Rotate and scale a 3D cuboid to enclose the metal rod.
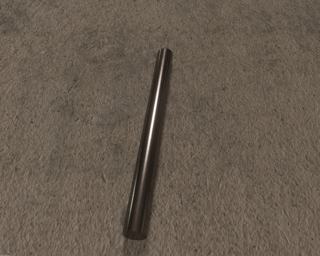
[{"bbox_3d":[-0.009,-0.006,0.407,0.025,0.025,0.300,5,50,4],"label":"metal rod"}]
